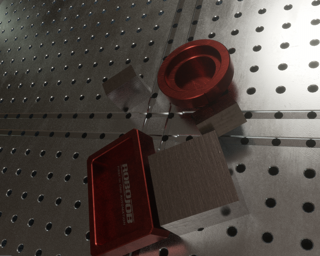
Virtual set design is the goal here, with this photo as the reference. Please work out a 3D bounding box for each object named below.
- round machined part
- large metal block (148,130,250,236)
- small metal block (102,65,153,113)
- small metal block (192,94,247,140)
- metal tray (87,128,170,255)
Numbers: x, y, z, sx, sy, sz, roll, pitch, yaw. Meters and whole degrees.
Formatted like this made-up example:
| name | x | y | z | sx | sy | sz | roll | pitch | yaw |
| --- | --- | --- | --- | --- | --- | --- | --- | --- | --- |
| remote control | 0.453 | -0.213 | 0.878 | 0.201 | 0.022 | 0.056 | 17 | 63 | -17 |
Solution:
| name | x | y | z | sx | sy | sz | roll | pitch | yaw |
| --- | --- | --- | --- | --- | --- | --- | --- | --- | --- |
| round machined part | 0.050 | -0.066 | 0.410 | 0.098 | 0.042 | 0.098 | -14 | 54 | 21 |
| large metal block | 0.040 | 0.060 | 0.334 | 0.080 | 0.050 | 0.080 | -22 | 54 | 14 |
| small metal block | -0.047 | -0.055 | 0.449 | 0.050 | 0.050 | 0.025 | -32 | 52 | 7 |
| small metal block | 0.068 | -0.013 | 0.364 | 0.050 | 0.025 | 0.050 | -30 | 15 | 9 |
| metal tray | -0.043 | 0.076 | 0.366 | 0.090 | 0.030 | 0.130 | -31 | 51 | 25 |
